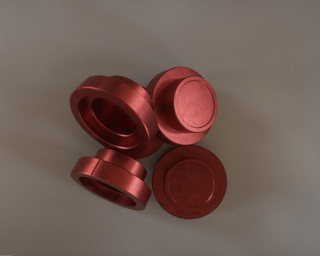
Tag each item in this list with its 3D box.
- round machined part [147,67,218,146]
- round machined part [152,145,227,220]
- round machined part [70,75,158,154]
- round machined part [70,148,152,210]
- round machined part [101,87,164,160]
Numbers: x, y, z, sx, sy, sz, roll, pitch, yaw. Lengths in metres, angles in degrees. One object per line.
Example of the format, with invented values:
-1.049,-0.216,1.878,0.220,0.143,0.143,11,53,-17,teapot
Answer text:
0.032,-0.027,0.381,0.099,0.042,0.097,2,86,-33,round machined part
0.039,0.071,0.404,0.099,0.042,0.097,0,90,-1,round machined part
-0.046,-0.019,0.342,0.098,0.097,0.042,33,54,-1,round machined part
-0.055,0.060,0.380,0.098,0.098,0.042,25,63,-1,round machined part
-0.036,-0.007,0.402,0.099,0.042,0.097,0,90,-1,round machined part
